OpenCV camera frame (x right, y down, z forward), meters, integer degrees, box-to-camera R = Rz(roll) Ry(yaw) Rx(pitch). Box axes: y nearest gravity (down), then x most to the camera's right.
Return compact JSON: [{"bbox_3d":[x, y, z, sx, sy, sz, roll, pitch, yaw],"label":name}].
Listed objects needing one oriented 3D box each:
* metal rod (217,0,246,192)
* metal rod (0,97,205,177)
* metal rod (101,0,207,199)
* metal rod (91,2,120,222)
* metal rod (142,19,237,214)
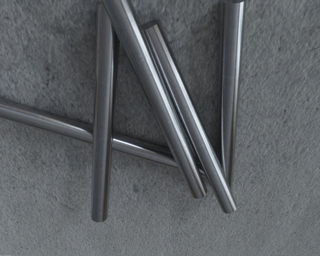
[{"bbox_3d":[0.087,-0.013,0.397,0.025,0.025,0.298,-5,130,3],"label":"metal rod"},{"bbox_3d":[-0.070,0.016,0.419,0.302,0.025,0.025,18,128,-15],"label":"metal rod"},{"bbox_3d":[0.006,-0.016,0.362,0.025,0.025,0.299,-16,128,12],"label":"metal rod"},{"bbox_3d":[-0.070,0.004,0.381,0.025,0.025,0.298,6,121,-5],"label":"metal rod"},{"bbox_3d":[0.047,0.008,0.395,0.025,0.025,0.299,-18,123,14],"label":"metal rod"}]
